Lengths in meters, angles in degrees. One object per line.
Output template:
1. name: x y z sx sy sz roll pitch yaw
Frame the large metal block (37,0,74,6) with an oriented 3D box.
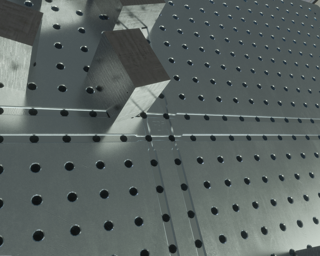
1. large metal block: -0.155 -0.232 0.450 0.081 0.050 0.080 -31 79 -38

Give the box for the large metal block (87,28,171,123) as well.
1. large metal block: -0.042 -0.065 0.389 0.050 0.080 0.080 -19 72 -35

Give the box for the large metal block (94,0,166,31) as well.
1. large metal block: -0.052 -0.205 0.489 0.081 0.050 0.080 -21 73 -36

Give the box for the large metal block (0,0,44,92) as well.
1. large metal block: -0.178 -0.092 0.333 0.081 0.080 0.050 14 56 -20

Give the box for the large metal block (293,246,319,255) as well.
1. large metal block: 0.205 0.189 0.367 0.050 0.080 0.080 31 52 -9
